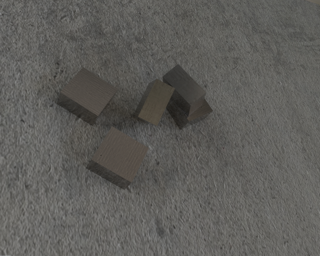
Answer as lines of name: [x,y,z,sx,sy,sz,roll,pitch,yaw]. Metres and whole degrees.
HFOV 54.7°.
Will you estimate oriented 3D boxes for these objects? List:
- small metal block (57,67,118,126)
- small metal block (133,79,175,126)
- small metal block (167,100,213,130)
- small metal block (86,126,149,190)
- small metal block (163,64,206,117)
small metal block: [-0.088,-0.039,0.380,0.050,0.025,0.050,33,51,-7]
small metal block: [-0.009,-0.031,0.389,0.025,0.050,0.050,26,86,-12]
small metal block: [0.039,-0.031,0.444,0.050,0.025,0.050,-23,74,-36]
small metal block: [-0.048,0.034,0.357,0.050,0.025,0.050,32,52,-8]
small metal block: [0.030,-0.047,0.398,0.025,0.050,0.050,-41,79,-8]
